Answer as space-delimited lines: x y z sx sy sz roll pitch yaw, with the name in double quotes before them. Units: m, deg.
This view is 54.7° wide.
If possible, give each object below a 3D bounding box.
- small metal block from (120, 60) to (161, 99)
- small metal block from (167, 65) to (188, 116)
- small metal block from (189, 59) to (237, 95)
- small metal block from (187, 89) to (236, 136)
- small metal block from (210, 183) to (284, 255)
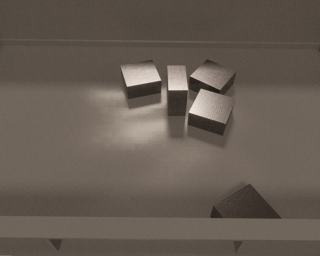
"small metal block" -0.029 -0.074 0.467 0.050 0.025 0.050 -12 51 -11
"small metal block" 0.023 -0.052 0.433 0.025 0.050 0.050 -1 50 -1
"small metal block" 0.079 -0.072 0.467 0.050 0.025 0.050 29 56 22
"small metal block" 0.071 -0.022 0.425 0.050 0.025 0.050 18 52 14
"small metal block" 0.090 0.095 0.327 0.050 0.025 0.050 -25 55 -20
